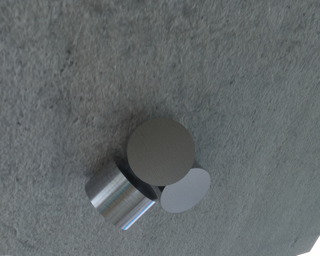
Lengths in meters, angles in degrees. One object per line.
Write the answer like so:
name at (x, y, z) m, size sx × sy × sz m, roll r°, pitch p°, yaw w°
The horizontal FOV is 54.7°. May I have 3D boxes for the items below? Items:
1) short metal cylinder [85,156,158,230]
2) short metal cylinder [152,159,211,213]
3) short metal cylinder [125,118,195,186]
short metal cylinder at (-0.048, 0.081, 0.397) m, size 0.050 × 0.080 × 0.080 m, roll -45°, pitch 130°, yaw 2°
short metal cylinder at (0.026, 0.076, 0.453) m, size 0.081 × 0.050 × 0.079 m, roll -15°, pitch 126°, yaw -21°
short metal cylinder at (-0.002, 0.028, 0.385) m, size 0.081 × 0.050 × 0.079 m, roll 0°, pitch 89°, yaw -9°
